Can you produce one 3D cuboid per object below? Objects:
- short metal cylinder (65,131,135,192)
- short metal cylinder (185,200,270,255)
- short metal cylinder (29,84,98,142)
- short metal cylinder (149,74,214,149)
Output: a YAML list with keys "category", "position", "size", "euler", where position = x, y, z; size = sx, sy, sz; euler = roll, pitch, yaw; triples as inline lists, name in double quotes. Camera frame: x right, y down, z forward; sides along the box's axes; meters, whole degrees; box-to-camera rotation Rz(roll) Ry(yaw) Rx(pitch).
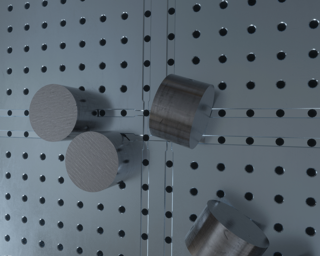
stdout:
- category: "short metal cylinder"
  position: [-0.082, 0.044, 0.428]
  size: [0.080, 0.050, 0.079]
  euler: [0, 90, 20]
- category: "short metal cylinder"
  position: [0.076, 0.128, 0.356]
  size: [0.080, 0.080, 0.050]
  euler: [33, 101, 17]
- category: "short metal cylinder"
  position: [-0.139, -0.021, 0.448]
  size: [0.080, 0.050, 0.079]
  euler: [0, 90, 20]
- category: "short metal cylinder"
  position: [0.028, -0.020, 0.373]
  size: [0.050, 0.080, 0.080]
  euler: [19, 96, 19]
